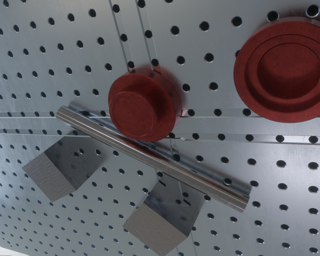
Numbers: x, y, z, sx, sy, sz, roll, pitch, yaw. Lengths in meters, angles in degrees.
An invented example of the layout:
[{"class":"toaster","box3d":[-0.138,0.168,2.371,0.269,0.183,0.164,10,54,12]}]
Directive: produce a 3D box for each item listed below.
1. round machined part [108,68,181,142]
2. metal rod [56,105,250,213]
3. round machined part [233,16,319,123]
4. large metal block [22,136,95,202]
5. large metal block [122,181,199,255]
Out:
[{"class":"round machined part","box3d":[-0.026,-0.023,0.399,0.098,0.042,0.097,13,124,21]},{"class":"metal rod","box3d":[-0.018,0.039,0.445,0.301,0.025,0.025,25,127,12]},{"class":"round machined part","box3d":[0.125,-0.057,0.299,0.098,0.042,0.097,13,124,21]},{"class":"large metal block","box3d":[-0.175,0.072,0.532,0.080,0.050,0.080,-29,103,37]},{"class":"large metal block","box3d":[0.000,0.144,0.484,0.080,0.050,0.080,38,129,2]}]
